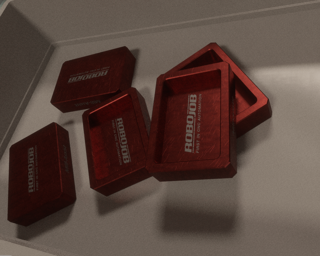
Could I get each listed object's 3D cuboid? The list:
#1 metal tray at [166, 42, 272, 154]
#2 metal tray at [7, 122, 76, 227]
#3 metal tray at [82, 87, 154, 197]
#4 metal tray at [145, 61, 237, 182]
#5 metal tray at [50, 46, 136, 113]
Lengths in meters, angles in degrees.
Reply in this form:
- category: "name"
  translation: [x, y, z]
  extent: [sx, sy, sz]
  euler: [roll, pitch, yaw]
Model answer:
- category: "metal tray"
  translation: [0.065, -0.042, 0.393]
  extent: [0.090, 0.030, 0.130]
  euler: [-33, 52, 6]
- category: "metal tray"
  translation: [-0.175, 0.064, 0.453]
  extent: [0.090, 0.030, 0.130]
  euler: [-27, 52, 10]
- category: "metal tray"
  translation: [-0.055, 0.015, 0.419]
  extent: [0.090, 0.030, 0.130]
  euler: [-26, 53, 12]
- category: "metal tray"
  translation: [0.037, -0.008, 0.347]
  extent: [0.090, 0.030, 0.130]
  euler: [-7, 58, 24]
- category: "metal tray"
  translation: [-0.109, -0.078, 0.505]
  extent: [0.130, 0.030, 0.090]
  euler: [-7, 58, 24]
